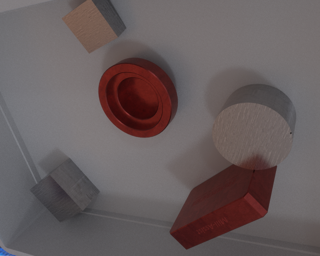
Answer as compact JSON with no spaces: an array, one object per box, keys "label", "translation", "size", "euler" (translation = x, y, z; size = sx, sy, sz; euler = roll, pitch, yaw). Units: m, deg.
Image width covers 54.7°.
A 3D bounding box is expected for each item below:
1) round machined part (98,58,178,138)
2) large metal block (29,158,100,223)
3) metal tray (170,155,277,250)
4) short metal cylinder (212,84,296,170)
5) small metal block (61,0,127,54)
[{"label":"round machined part","translation":[-0.023,-0.040,0.384],"size":[0.098,0.042,0.097],"euler":[13,124,20]},{"label":"large metal block","translation":[-0.168,0.111,0.547],"size":[0.080,0.050,0.080],"euler":[-33,100,38]},{"label":"metal tray","translation":[0.076,0.088,0.380],"size":[0.030,0.090,0.129],"euler":[46,129,-4]},{"label":"short metal cylinder","translation":[0.103,-0.002,0.337],"size":[0.080,0.050,0.079],"euler":[13,124,20]},{"label":"small metal block","translation":[-0.077,-0.123,0.365],"size":[0.050,0.025,0.050],"euler":[-17,123,35]}]
